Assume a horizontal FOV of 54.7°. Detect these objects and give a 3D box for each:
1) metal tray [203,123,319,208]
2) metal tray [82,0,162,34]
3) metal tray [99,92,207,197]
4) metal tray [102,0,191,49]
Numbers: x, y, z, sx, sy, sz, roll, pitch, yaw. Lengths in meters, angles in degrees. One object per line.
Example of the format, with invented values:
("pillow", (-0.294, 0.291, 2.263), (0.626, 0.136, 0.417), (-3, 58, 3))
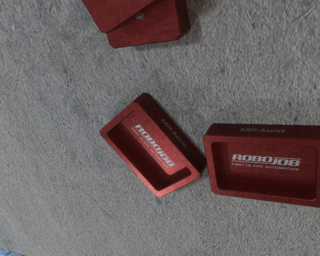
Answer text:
("metal tray", (0.122, 0.042, 0.364), (0.130, 0.030, 0.089), (2, 119, 27))
("metal tray", (-0.050, -0.167, 0.287), (0.090, 0.030, 0.130), (-20, 108, 35))
("metal tray", (-0.010, 0.027, 0.425), (0.130, 0.030, 0.090), (49, 129, -7))
("metal tray", (-0.026, -0.155, 0.322), (0.090, 0.030, 0.129), (0, 119, 28))
